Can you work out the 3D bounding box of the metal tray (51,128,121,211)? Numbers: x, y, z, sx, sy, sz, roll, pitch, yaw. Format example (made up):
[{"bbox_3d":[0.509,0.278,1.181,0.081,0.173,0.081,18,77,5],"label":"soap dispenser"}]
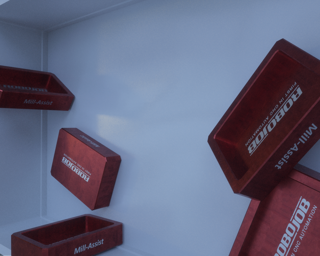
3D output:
[{"bbox_3d":[-0.125,0.063,0.508,0.130,0.030,0.089,26,106,37],"label":"metal tray"}]

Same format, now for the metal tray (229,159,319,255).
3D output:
[{"bbox_3d":[0.128,0.104,0.297,0.090,0.030,0.129,27,107,36],"label":"metal tray"}]

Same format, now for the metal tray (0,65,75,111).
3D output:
[{"bbox_3d":[-0.225,-0.068,0.524,0.090,0.131,0.030,42,116,32],"label":"metal tray"}]

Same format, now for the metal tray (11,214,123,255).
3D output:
[{"bbox_3d":[-0.130,0.159,0.446,0.090,0.131,0.030,-1,90,40],"label":"metal tray"}]

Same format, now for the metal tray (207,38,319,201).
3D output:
[{"bbox_3d":[0.103,-0.008,0.290,0.129,0.030,0.090,-58,26,24],"label":"metal tray"}]
